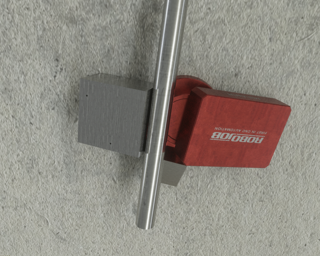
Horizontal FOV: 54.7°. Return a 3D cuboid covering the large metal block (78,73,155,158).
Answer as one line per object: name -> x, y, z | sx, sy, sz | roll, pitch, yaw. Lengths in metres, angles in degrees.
large metal block -> -0.050, -0.018, 0.379 | 0.080, 0.050, 0.079 | 13, 111, 14

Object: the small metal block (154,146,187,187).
small metal block -> 0.006, 0.050, 0.419 | 0.050, 0.025, 0.050 | 15, 135, -5

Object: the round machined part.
round machined part -> 0.031, -0.015, 0.396 | 0.099, 0.042, 0.097 | 0, 110, 0

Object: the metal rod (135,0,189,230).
metal rod -> 0.000, -0.015, 0.361 | 0.025, 0.025, 0.298 | 7, 108, -3

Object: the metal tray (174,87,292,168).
metal tray -> 0.091, 0.003, 0.387 | 0.131, 0.030, 0.089 | 5, 112, -24
